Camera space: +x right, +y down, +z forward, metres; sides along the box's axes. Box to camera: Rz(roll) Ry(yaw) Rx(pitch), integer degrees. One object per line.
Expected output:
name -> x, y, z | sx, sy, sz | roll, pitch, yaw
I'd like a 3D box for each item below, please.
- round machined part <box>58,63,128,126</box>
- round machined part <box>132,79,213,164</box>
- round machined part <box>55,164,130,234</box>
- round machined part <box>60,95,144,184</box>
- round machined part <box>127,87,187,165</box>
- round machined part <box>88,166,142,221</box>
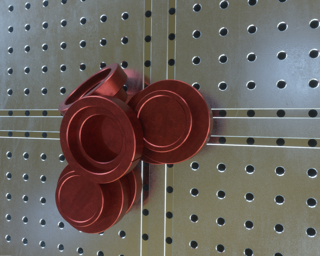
round machined part -> -0.082, -0.040, 0.413 | 0.098, 0.098, 0.042 | -29, 116, 17
round machined part -> 0.008, -0.007, 0.355 | 0.098, 0.042, 0.097 | 0, 89, 20
round machined part -> -0.091, 0.085, 0.391 | 0.098, 0.042, 0.097 | 0, 90, 20
round machined part -> -0.062, 0.011, 0.358 | 0.098, 0.042, 0.097 | 4, 99, 22
round machined part -> -0.004, -0.003, 0.383 | 0.098, 0.042, 0.097 | 0, 90, 20
round machined part -> -0.077, 0.075, 0.409 | 0.098, 0.042, 0.097 | 0, 90, 20
